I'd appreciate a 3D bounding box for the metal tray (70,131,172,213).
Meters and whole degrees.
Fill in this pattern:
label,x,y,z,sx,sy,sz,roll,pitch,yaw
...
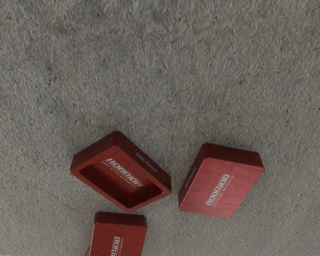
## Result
label,x,y,z,sx,sy,sz,roll,pitch,yaw
metal tray,-0.055,0.070,0.462,0.090,0.030,0.130,-30,124,23

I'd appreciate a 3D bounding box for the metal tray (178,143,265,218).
label,x,y,z,sx,sy,sz,roll,pitch,yaw
metal tray,0.089,0.085,0.477,0.091,0.030,0.129,11,129,-10

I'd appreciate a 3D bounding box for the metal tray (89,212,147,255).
label,x,y,z,sx,sy,sz,roll,pitch,yaw
metal tray,-0.079,0.216,0.559,0.091,0.030,0.129,8,112,-11

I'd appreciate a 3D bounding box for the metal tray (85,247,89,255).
label,x,y,z,sx,sy,sz,roll,pitch,yaw
metal tray,-0.106,0.272,0.634,0.091,0.030,0.129,16,128,-14
